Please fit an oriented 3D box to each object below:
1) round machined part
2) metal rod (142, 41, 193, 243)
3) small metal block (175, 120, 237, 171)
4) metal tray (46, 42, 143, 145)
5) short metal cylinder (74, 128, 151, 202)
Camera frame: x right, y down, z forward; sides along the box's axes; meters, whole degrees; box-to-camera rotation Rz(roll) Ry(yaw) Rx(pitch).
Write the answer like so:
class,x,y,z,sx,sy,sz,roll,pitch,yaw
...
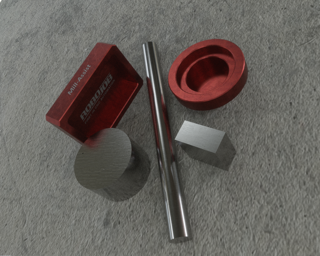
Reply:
class,x,y,z,sx,sy,sz,roll,pitch,yaw
round machined part,0.063,-0.063,0.399,0.098,0.042,0.098,-13,56,20
metal rod,0.003,-0.005,0.407,0.025,0.025,0.299,-20,54,16
small metal block,0.052,0.020,0.345,0.050,0.050,0.025,18,71,34
metal tray,-0.085,-0.041,0.432,0.030,0.090,0.130,20,72,35
short metal cylinder,-0.059,0.047,0.390,0.080,0.050,0.080,-13,56,20
